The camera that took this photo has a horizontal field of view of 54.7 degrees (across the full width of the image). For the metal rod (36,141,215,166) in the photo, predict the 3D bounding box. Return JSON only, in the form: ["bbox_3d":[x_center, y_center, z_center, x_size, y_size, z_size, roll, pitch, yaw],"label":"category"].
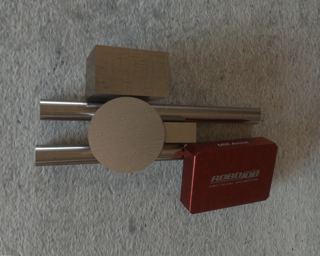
[{"bbox_3d":[-0.002,0.031,0.411,0.303,0.025,0.025,0,90,-21],"label":"metal rod"}]

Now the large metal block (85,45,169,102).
[{"bbox_3d":[-0.042,-0.060,0.367,0.081,0.080,0.050,1,90,-20],"label":"large metal block"}]

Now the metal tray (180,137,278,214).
[{"bbox_3d":[0.096,0.063,0.430,0.131,0.030,0.089,-4,109,-22],"label":"metal tray"}]

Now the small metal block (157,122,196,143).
[{"bbox_3d":[0.013,0.005,0.402,0.050,0.050,0.025,1,90,-20],"label":"small metal block"}]

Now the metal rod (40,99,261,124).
[{"bbox_3d":[0.003,-0.020,0.412,0.303,0.025,0.025,1,90,-21],"label":"metal rod"}]

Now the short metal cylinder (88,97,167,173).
[{"bbox_3d":[-0.034,0.008,0.347,0.080,0.050,0.079,0,88,3],"label":"short metal cylinder"}]
